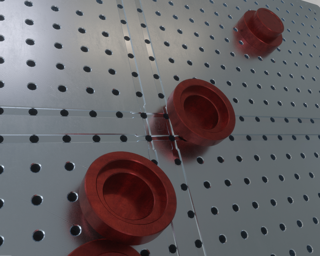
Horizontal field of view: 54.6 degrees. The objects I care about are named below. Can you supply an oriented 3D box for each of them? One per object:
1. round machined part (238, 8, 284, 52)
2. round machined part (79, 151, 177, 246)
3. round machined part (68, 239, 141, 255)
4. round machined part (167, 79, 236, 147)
[{"bbox_3d":[0.214,-0.207,0.638,0.099,0.042,0.098,13,56,-21],"label":"round machined part"},{"bbox_3d":[-0.036,0.075,0.322,0.099,0.042,0.098,20,39,-17],"label":"round machined part"},{"bbox_3d":[-0.049,0.150,0.279,0.099,0.042,0.098,13,56,-21],"label":"round machined part"},{"bbox_3d":[0.053,-0.018,0.436,0.099,0.042,0.098,14,56,-21],"label":"round machined part"}]
